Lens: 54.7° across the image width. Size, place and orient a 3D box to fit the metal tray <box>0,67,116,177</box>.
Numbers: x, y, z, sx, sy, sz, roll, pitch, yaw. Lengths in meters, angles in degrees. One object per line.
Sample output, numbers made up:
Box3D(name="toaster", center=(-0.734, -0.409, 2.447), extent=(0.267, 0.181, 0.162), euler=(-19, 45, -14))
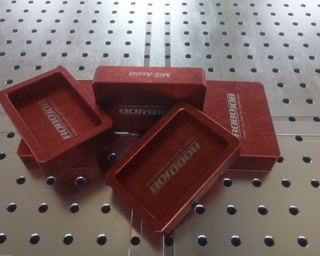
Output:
Box3D(name="metal tray", center=(-0.125, -0.014, 0.373), extent=(0.091, 0.030, 0.130), euler=(-31, 57, -24))

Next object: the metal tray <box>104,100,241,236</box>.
Box3D(name="metal tray", center=(0.015, 0.041, 0.346), extent=(0.090, 0.030, 0.130), euler=(39, 77, 27))

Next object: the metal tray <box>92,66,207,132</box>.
Box3D(name="metal tray", center=(-0.012, -0.033, 0.392), extent=(0.131, 0.089, 0.030), euler=(1, 50, 0))

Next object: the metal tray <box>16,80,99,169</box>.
Box3D(name="metal tray", center=(-0.123, -0.009, 0.411), extent=(0.091, 0.030, 0.130), euler=(-1, 51, -1))

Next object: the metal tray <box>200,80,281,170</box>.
Box3D(name="metal tray", center=(0.098, -0.008, 0.411), extent=(0.091, 0.030, 0.130), euler=(2, 50, 1))
